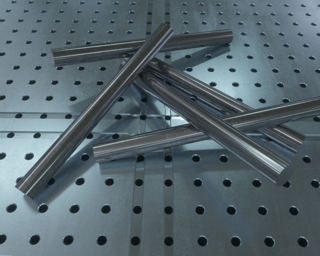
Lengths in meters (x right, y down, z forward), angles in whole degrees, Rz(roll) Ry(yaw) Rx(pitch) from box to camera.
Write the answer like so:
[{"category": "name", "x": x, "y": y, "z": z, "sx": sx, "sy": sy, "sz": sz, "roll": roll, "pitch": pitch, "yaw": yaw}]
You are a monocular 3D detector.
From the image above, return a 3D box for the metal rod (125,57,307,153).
[{"category": "metal rod", "x": 0.063, "y": -0.053, "z": 0.452, "sx": 0.300, "sy": 0.025, "sz": 0.025, "roll": 32, "pitch": 57, "yaw": 24}]

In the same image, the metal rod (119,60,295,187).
[{"category": "metal rod", "x": 0.030, "y": -0.026, "z": 0.385, "sx": 0.025, "sy": 0.025, "sz": 0.300, "roll": -28, "pitch": 42, "yaw": -22}]

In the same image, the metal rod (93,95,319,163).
[{"category": "metal rod", "x": 0.069, "y": 0.000, "z": 0.386, "sx": 0.302, "sy": 0.025, "sz": 0.025, "roll": -12, "pitch": 51, "yaw": -2}]

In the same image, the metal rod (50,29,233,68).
[{"category": "metal rod", "x": -0.013, "y": -0.128, "z": 0.483, "sx": 0.303, "sy": 0.025, "sz": 0.025, "roll": -14, "pitch": 51, "yaw": -24}]

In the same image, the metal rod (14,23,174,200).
[{"category": "metal rod", "x": -0.071, "y": -0.038, "z": 0.407, "sx": 0.025, "sy": 0.025, "sz": 0.301, "roll": 27, "pitch": 64, "yaw": 20}]
